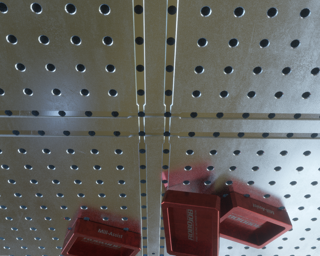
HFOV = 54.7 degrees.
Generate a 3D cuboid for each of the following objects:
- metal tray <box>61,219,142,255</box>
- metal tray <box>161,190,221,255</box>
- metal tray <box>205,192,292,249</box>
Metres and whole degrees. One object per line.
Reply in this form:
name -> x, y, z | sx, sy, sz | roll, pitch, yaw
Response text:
metal tray -> -0.112, 0.226, 0.598 | 0.131, 0.030, 0.089 | 21, 127, -18
metal tray -> 0.054, 0.167, 0.523 | 0.090, 0.030, 0.129 | 3, 122, 15
metal tray -> 0.155, 0.168, 0.554 | 0.131, 0.030, 0.089 | 23, 126, -19
